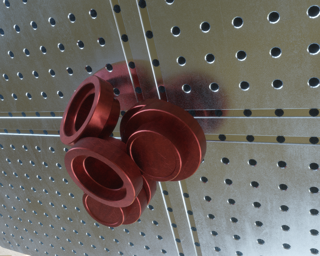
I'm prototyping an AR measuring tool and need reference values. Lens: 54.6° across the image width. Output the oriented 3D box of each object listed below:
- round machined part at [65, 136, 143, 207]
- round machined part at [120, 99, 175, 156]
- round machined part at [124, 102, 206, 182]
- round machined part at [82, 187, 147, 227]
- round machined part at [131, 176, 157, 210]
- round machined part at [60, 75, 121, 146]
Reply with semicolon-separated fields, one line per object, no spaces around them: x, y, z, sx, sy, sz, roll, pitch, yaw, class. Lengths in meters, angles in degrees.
-0.064;0.049;0.382;0.098;0.042;0.097;17;134;19;round machined part
-0.009;0.016;0.388;0.098;0.042;0.097;13;124;21;round machined part
0.000;0.023;0.359;0.098;0.042;0.097;13;123;21;round machined part
-0.071;0.104;0.448;0.098;0.042;0.097;13;124;21;round machined part
-0.058;0.085;0.457;0.098;0.042;0.097;13;124;21;round machined part
-0.090;-0.017;0.413;0.042;0.098;0.098;26;138;-35;round machined part
